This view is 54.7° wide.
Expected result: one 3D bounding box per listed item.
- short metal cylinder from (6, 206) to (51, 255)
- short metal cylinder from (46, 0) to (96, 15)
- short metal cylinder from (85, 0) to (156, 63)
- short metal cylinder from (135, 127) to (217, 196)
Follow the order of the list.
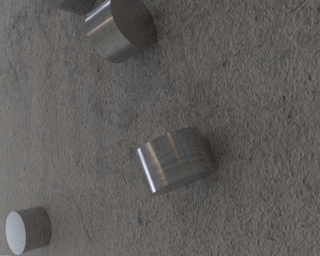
[{"bbox_3d":[-0.255,0.197,0.600,0.080,0.050,0.080,0,90,40],"label":"short metal cylinder"},{"bbox_3d":[-0.146,-0.232,0.509,0.080,0.050,0.080,0,90,40],"label":"short metal cylinder"},{"bbox_3d":[-0.051,-0.133,0.411,0.050,0.081,0.080,-19,78,38],"label":"short metal cylinder"},{"bbox_3d":[0.018,0.039,0.354,0.080,0.081,0.050,-34,69,35],"label":"short metal cylinder"}]
